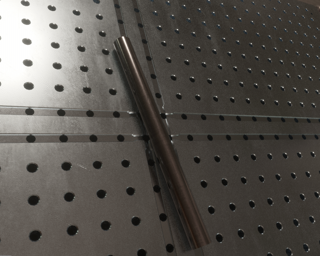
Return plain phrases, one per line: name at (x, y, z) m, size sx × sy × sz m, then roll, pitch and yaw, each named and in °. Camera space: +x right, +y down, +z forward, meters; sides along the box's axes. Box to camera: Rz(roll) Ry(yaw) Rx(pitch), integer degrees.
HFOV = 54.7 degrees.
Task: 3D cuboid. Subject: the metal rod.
metal rod at (-0.004, 0.004, 0.404) m, size 0.025 × 0.025 × 0.299 m, roll -8°, pitch 66°, yaw -32°
